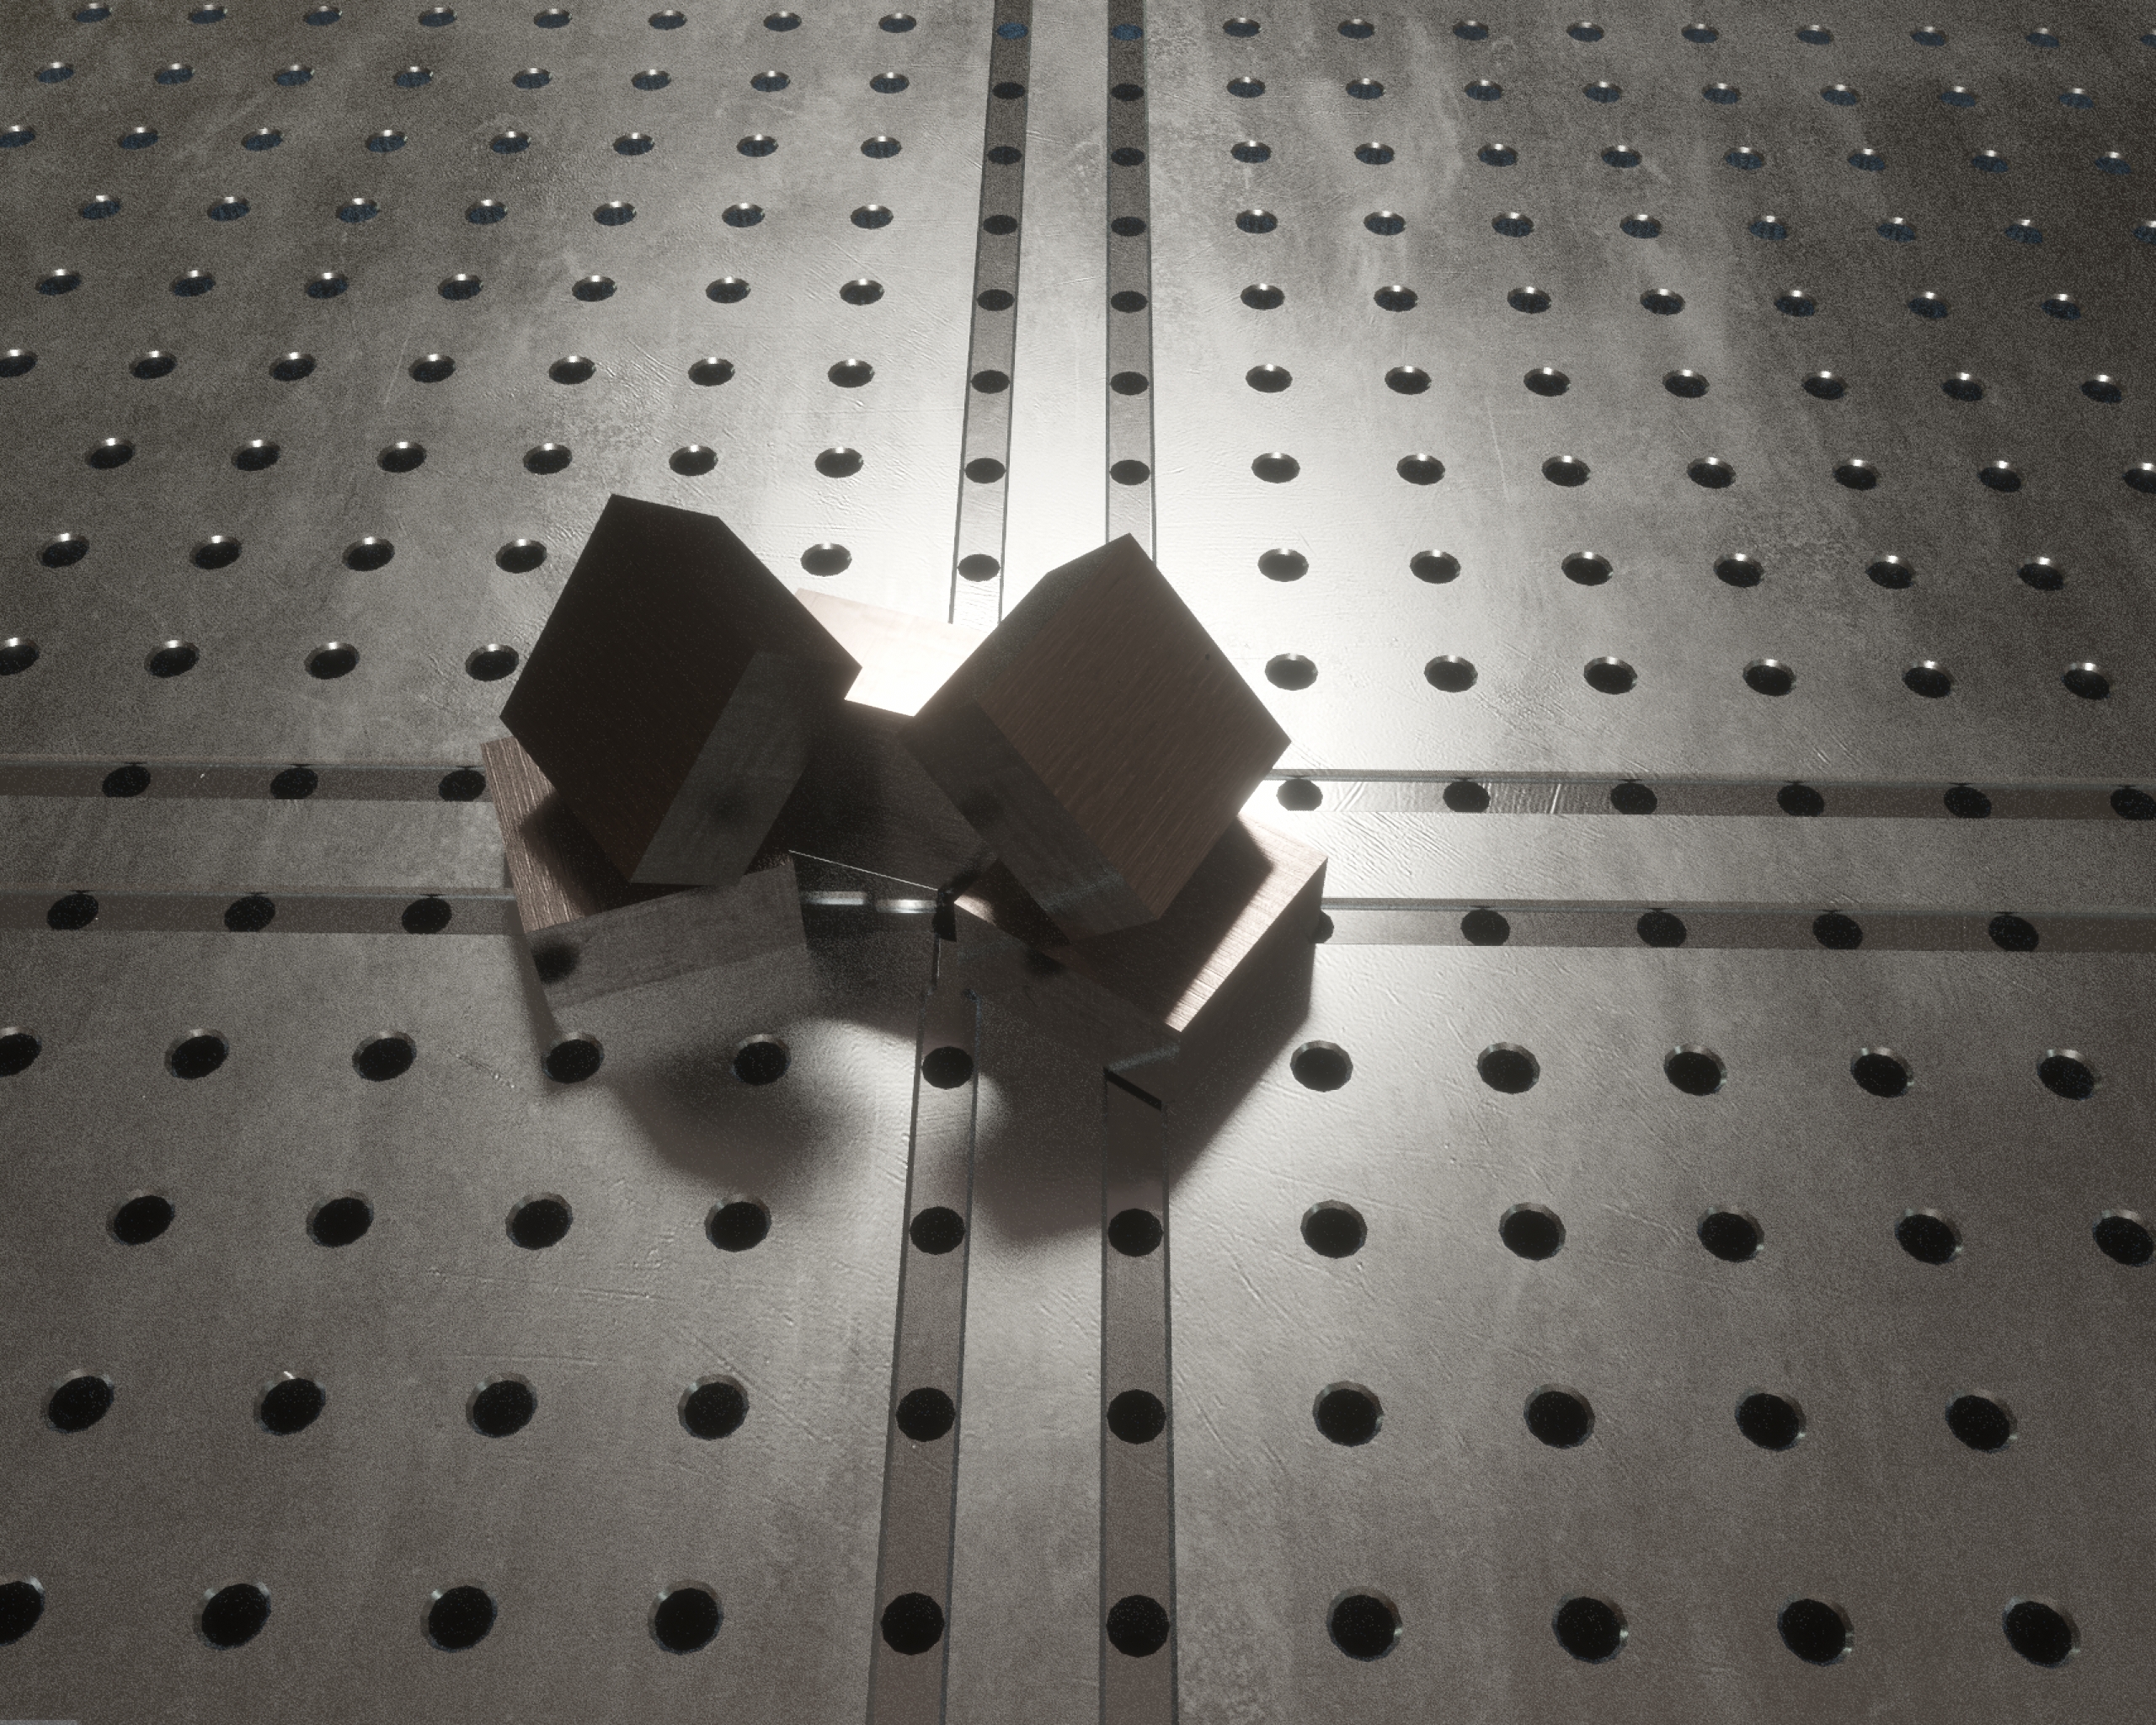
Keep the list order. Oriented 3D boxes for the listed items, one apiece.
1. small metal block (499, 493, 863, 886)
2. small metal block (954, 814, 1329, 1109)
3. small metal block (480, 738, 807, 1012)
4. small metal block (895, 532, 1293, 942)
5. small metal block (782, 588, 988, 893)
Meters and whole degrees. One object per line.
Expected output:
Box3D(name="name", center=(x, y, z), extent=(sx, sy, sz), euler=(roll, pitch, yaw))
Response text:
Box3D(name="small metal block", center=(-0.073, -0.031, 0.380), extent=(0.025, 0.050, 0.050), euler=(4, 35, -51))
Box3D(name="small metal block", center=(0.012, 0.011, 0.399), extent=(0.050, 0.025, 0.050), euler=(29, 55, 21))
Box3D(name="small metal block", center=(-0.085, -0.004, 0.410), extent=(0.050, 0.025, 0.050), euler=(-15, 52, -13))
Box3D(name="small metal block", center=(0.004, -0.022, 0.376), extent=(0.050, 0.025, 0.050), euler=(50, 54, -17))
Box3D(name="small metal block", center=(-0.034, -0.022, 0.409), extent=(0.050, 0.050, 0.025), euler=(15, 52, 11))
